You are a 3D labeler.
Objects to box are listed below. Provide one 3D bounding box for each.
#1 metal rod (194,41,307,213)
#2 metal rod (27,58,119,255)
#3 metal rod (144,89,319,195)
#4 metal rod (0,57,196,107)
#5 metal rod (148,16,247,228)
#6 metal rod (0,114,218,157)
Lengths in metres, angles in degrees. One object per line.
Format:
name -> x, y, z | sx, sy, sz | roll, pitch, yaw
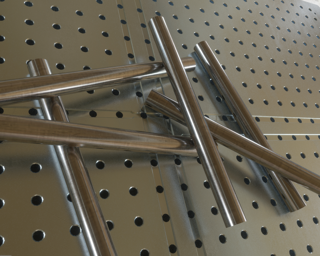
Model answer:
metal rod -> 0.133, -0.013, 0.486 | 0.025, 0.025, 0.299 | -15, 70, -34
metal rod -> -0.087, 0.053, 0.328 | 0.025, 0.025, 0.299 | -13, 68, -33
metal rod -> 0.118, 0.026, 0.432 | 0.301, 0.025, 0.025 | 27, 52, -3
metal rod -> -0.059, -0.066, 0.394 | 0.302, 0.025, 0.025 | -18, 72, -42
metal rod -> 0.041, -0.023, 0.403 | 0.025, 0.025, 0.299 | -6, 66, -31
metal rod -> -0.053, 0.012, 0.346 | 0.302, 0.025, 0.025 | 8, 58, -33
